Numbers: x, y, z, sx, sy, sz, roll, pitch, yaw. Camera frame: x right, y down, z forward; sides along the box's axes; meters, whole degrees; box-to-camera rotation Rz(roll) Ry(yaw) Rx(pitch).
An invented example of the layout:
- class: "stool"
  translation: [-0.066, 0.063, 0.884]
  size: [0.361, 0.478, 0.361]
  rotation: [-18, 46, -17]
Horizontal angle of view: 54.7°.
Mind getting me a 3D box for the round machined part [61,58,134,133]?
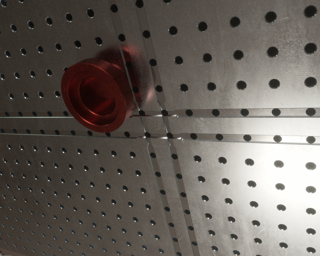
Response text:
- class: "round machined part"
  translation: [-0.078, -0.046, 0.411]
  size: [0.098, 0.042, 0.097]
  rotation: [13, 124, 20]
